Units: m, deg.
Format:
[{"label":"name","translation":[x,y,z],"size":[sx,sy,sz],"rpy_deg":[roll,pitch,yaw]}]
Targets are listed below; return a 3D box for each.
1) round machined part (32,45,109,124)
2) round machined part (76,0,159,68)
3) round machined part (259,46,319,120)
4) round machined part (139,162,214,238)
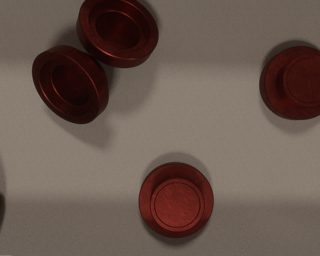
[{"label":"round machined part","translation":[-0.105,-0.057,0.384],"size":[0.098,0.042,0.097],"rpy_deg":[16,130,20]},{"label":"round machined part","translation":[-0.055,-0.117,0.388],"size":[0.099,0.042,0.098],"rpy_deg":[10,65,-21]},{"label":"round machined part","translation":[0.186,-0.059,0.405],"size":[0.099,0.042,0.097],"rpy_deg":[0,90,-1]},{"label":"round machined part","translation":[0.021,0.095,0.403],"size":[0.099,0.042,0.097],"rpy_deg":[0,90,-1]}]
